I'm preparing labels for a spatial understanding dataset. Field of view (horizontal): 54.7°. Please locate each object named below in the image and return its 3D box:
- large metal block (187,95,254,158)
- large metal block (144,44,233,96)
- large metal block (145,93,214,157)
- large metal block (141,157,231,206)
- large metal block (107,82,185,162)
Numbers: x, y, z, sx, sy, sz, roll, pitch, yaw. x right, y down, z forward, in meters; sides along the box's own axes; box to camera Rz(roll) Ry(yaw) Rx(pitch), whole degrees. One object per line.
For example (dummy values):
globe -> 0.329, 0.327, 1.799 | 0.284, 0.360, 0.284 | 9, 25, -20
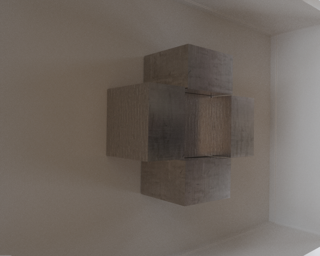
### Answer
large metal block -> 0.084, -0.002, 0.440 | 0.050, 0.080, 0.080 | 1, 90, -40
large metal block -> 0.036, -0.068, 0.398 | 0.081, 0.080, 0.050 | 1, 90, -40
large metal block -> 0.025, -0.003, 0.408 | 0.081, 0.050, 0.080 | 1, 90, -40
large metal block -> 0.033, 0.062, 0.396 | 0.081, 0.080, 0.050 | 2, 89, -40
large metal block -> -0.018, -0.006, 0.354 | 0.050, 0.080, 0.080 | 1, 90, -40
